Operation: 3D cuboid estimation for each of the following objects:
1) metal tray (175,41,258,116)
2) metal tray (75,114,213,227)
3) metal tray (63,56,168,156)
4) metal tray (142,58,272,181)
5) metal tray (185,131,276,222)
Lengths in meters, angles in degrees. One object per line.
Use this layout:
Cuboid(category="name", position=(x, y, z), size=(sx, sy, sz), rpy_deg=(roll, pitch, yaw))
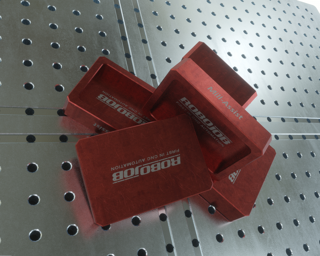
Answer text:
Cuboid(category="metal tray", position=(0.061, -0.049, 0.406), size=(0.090, 0.130, 0.030), rpy_deg=(43, 79, 1))
Cuboid(category="metal tray", position=(-0.017, 0.043, 0.340), size=(0.131, 0.030, 0.090), rpy_deg=(-14, 79, -19))
Cuboid(category="metal tray", position=(-0.043, -0.025, 0.398), size=(0.130, 0.030, 0.090), rpy_deg=(31, 51, -8))
Cuboid(category="metal tray", position=(0.049, -0.006, 0.359), size=(0.130, 0.090, 0.030), rpy_deg=(44, 51, 1))
Cuboid(category="metal tray", position=(0.101, 0.050, 0.429), size=(0.090, 0.030, 0.131), rpy_deg=(42, 51, 0))
